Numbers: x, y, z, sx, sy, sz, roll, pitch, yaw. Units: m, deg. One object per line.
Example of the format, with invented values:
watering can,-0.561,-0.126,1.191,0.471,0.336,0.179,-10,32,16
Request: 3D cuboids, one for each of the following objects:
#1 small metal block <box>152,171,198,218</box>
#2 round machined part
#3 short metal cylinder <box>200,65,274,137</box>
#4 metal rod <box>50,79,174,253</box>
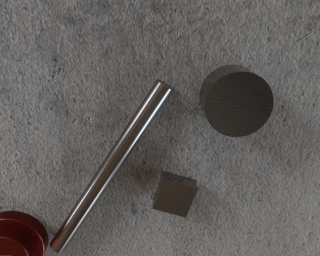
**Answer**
small metal block,0.021,0.095,0.445,0.050,0.025,0.050,17,109,-7
round machined part,-0.223,0.177,0.463,0.099,0.042,0.097,0,110,-1
short metal cylinder,0.092,-0.035,0.385,0.081,0.050,0.079,0,110,-1
metal rod,-0.075,0.063,0.431,0.025,0.025,0.299,31,107,-11
